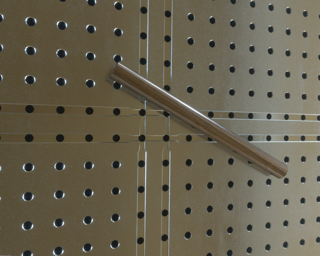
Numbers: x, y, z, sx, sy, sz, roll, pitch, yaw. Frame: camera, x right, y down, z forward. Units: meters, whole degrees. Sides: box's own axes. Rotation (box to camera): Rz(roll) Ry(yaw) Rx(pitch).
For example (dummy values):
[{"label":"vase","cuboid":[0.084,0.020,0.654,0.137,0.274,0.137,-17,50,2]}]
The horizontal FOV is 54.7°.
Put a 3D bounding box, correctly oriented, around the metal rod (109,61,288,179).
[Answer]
[{"label":"metal rod","cuboid":[0.066,-0.003,0.438,0.301,0.025,0.025,30,80,-18]}]
